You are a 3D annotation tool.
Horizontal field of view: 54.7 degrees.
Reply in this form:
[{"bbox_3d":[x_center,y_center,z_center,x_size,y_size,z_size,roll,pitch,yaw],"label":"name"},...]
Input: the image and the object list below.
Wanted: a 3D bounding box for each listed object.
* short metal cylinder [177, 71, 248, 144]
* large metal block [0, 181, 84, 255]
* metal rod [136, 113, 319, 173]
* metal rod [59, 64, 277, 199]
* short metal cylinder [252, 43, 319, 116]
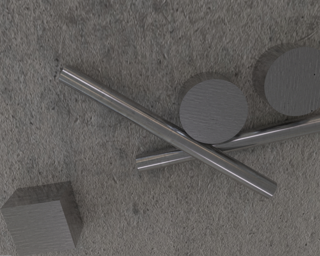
[{"bbox_3d":[0.063,-0.027,0.387,0.081,0.050,0.079,0,110,0],"label":"short metal cylinder"},{"bbox_3d":[-0.164,0.128,0.442,0.080,0.050,0.079,-9,110,3],"label":"large metal block"},{"bbox_3d":[0.116,0.015,0.416,0.301,0.025,0.025,-13,110,4],"label":"metal rod"},{"bbox_3d":[0.012,0.006,0.392,0.301,0.025,0.025,30,108,-3],"label":"metal rod"},{"bbox_3d":[0.159,-0.060,0.376,0.081,0.050,0.079,0,110,0],"label":"short metal cylinder"}]
